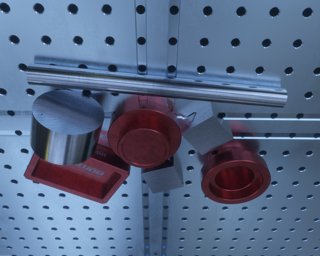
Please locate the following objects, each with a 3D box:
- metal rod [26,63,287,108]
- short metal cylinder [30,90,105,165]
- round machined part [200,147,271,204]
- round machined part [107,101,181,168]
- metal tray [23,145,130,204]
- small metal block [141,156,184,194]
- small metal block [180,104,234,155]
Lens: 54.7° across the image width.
[{"bbox_3d":[0.001,-0.049,0.369,0.302,0.025,0.025,5,130,-5],"label":"metal rod"},{"bbox_3d":[-0.112,-0.002,0.372,0.081,0.080,0.050,14,129,-12],"label":"short metal cylinder"},{"bbox_3d":[0.108,0.066,0.458,0.099,0.042,0.097,0,130,0],"label":"round machined part"},{"bbox_3d":[-0.021,0.015,0.413,0.099,0.042,0.097,0,128,0],"label":"round machined part"},{"bbox_3d":[-0.120,0.059,0.457,0.131,0.030,0.089,24,126,-19],"label":"metal tray"},{"bbox_3d":[0.004,0.070,0.471,0.050,0.025,0.050,-15,129,12],"label":"small metal block"},{"bbox_3d":[0.062,0.003,0.415,0.050,0.025,0.050,-31,124,23],"label":"small metal block"}]
